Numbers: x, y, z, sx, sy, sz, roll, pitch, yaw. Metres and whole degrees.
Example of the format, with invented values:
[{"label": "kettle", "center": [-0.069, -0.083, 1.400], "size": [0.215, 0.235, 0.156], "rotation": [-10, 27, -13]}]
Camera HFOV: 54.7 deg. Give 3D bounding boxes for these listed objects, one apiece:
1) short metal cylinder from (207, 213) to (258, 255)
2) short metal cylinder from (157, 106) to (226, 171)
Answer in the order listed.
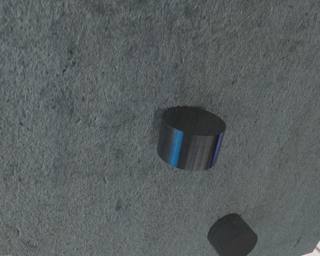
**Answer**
[{"label": "short metal cylinder", "center": [0.140, 0.213, 0.598], "size": [0.081, 0.050, 0.079], "rotation": [-14, 124, -21]}, {"label": "short metal cylinder", "center": [0.039, 0.012, 0.400], "size": [0.081, 0.080, 0.050], "rotation": [-5, 121, -26]}]
